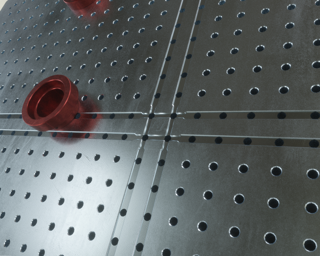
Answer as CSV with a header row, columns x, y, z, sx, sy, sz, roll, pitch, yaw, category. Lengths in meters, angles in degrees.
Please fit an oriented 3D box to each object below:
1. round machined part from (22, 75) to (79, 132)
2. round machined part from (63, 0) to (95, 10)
x,y,z,sx,sy,sz,roll,pitch,yaw,category
-0.175,-0.037,0.513,0.098,0.042,0.098,-13,56,21,round machined part
-0.175,-0.312,0.683,0.098,0.042,0.098,-13,56,21,round machined part
